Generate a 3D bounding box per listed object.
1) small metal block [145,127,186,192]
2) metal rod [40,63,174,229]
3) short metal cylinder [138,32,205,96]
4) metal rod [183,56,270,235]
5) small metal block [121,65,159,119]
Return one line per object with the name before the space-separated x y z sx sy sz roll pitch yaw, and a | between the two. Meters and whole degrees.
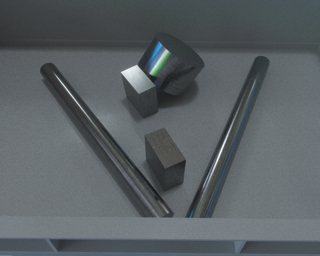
small metal block | 0.005 0.037 0.358 0.025 0.050 0.050 -21 54 -17
metal rod | -0.084 0.003 0.400 0.025 0.025 0.300 -29 56 -23
short metal cylinder | 0.016 -0.092 0.443 0.080 0.050 0.080 27 31 -18
metal rod | 0.099 -0.001 0.406 0.025 0.025 0.301 20 53 15
small metal block | -0.028 -0.050 0.429 0.025 0.050 0.050 -28 56 -16
